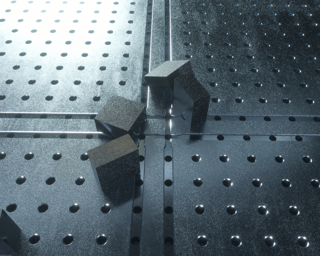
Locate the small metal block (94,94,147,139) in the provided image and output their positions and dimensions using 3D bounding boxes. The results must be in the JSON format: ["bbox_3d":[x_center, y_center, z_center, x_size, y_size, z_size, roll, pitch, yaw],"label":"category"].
[{"bbox_3d":[-0.052,-0.014,0.418,0.050,0.025,0.050,20,53,15],"label":"small metal block"}]

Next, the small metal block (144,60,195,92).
[{"bbox_3d":[0.014,-0.078,0.459,0.050,0.025,0.050,-40,31,-29],"label":"small metal block"}]

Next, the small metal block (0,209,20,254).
[{"bbox_3d":[-0.173,0.104,0.302,0.050,0.050,0.025,-5,51,-5],"label":"small metal block"}]

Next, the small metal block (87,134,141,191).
[{"bbox_3d":[-0.052,0.040,0.357,0.050,0.050,0.025,-24,54,-19],"label":"small metal block"}]

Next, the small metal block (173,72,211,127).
[{"bbox_3d":[0.042,-0.039,0.425,0.025,0.050,0.050,-21,54,-17],"label":"small metal block"}]
